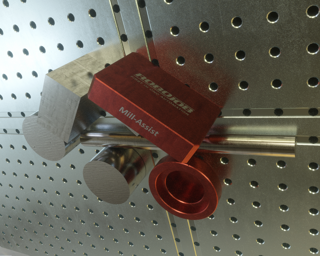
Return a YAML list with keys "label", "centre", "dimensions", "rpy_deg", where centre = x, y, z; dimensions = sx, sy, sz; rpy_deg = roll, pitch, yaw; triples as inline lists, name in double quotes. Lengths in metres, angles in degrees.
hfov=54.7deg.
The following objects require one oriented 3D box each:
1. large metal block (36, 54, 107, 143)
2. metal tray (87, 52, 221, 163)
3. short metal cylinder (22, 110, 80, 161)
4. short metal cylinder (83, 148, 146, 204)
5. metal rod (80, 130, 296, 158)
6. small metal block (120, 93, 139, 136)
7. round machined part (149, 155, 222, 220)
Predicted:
- label: "large metal block"
  centre: [-0.109, -0.040, 0.409]
  dimensions: [0.050, 0.080, 0.079]
  rpy_deg: [33, 129, 6]
- label: "metal tray"
  centre: [-0.003, -0.028, 0.353]
  dimensions: [0.130, 0.090, 0.030]
  rpy_deg: [35, 129, 5]
- label: "short metal cylinder"
  centre: [-0.164, 0.005, 0.484]
  dimensions: [0.080, 0.050, 0.079]
  rpy_deg: [13, 124, 21]
- label: "short metal cylinder"
  centre: [-0.069, 0.069, 0.474]
  dimensions: [0.080, 0.050, 0.079]
  rpy_deg: [13, 124, 21]
- label: "metal rod"
  centre: [0.017, 0.018, 0.413]
  dimensions: [0.300, 0.025, 0.025]
  rpy_deg: [1, 119, 27]
- label: "small metal block"
  centre: [-0.030, -0.025, 0.412]
  dimensions: [0.050, 0.025, 0.050]
  rpy_deg: [43, 129, -2]
- label: "round machined part"
  centre: [0.037, 0.075, 0.427]
  dimensions: [0.098, 0.042, 0.097]
  rpy_deg: [13, 124, 21]
